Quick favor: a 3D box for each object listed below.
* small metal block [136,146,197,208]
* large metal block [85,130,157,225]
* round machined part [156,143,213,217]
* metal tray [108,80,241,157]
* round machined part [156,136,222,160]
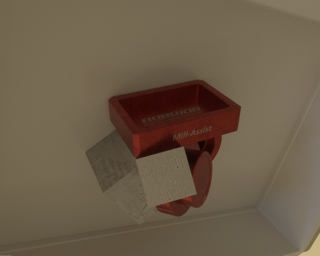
[{"bbox_3d":[0.006,0.050,0.322,0.050,0.025,0.050,-15,87,-5],"label":"small metal block"},{"bbox_3d":[-0.040,0.060,0.388,0.050,0.080,0.080,-38,130,-3],"label":"large metal block"},{"bbox_3d":[0.033,0.059,0.377,0.099,0.042,0.097,-21,114,-59],"label":"round machined part"},{"bbox_3d":[0.016,-0.017,0.364,0.131,0.090,0.030,-14,125,-21],"label":"metal tray"},{"bbox_3d":[0.033,0.018,0.428,0.099,0.042,0.097,-14,125,-21],"label":"round machined part"}]
